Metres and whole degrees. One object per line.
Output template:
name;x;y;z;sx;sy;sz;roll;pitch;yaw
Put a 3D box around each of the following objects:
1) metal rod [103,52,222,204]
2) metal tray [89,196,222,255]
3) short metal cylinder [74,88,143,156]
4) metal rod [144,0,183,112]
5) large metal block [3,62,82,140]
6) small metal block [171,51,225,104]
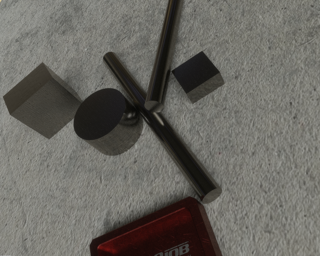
metal rod;-0.014;-0.022;0.422;0.025;0.025;0.300;-38;51;2
metal tray;-0.005;0.138;0.317;0.130;0.030;0.090;-27;53;11
short metal cylinder;-0.070;-0.008;0.428;0.080;0.050;0.080;-13;56;20
metal rod;0.016;-0.152;0.472;0.025;0.025;0.300;-6;54;25
large metal block;-0.178;-0.041;0.485;0.080;0.080;0.050;-42;51;-1
small metal block;0.051;-0.069;0.418;0.050;0.025;0.050;-33;52;6
